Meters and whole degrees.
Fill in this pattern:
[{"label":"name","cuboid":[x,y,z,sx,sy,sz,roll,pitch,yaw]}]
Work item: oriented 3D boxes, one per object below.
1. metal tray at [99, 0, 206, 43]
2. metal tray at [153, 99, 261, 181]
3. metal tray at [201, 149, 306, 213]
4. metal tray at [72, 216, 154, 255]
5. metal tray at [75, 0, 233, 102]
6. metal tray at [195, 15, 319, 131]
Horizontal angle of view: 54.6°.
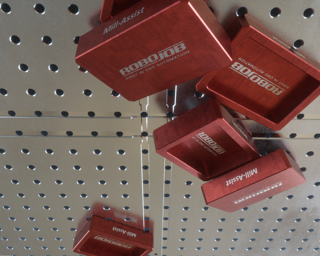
[{"label":"metal tray","cuboid":[0.004,-0.146,0.283,0.091,0.030,0.129,14,129,-12]},{"label":"metal tray","cuboid":[0.064,0.023,0.404,0.090,0.030,0.130,-29,141,22]},{"label":"metal tray","cuboid":[0.139,0.083,0.461,0.130,0.030,0.090,-31,144,23]},{"label":"metal tray","cuboid":[-0.089,0.221,0.594,0.131,0.030,0.090,25,126,-20]},{"label":"metal tray","cuboid":[-0.007,-0.077,0.308,0.130,0.030,0.090,-17,146,31]},{"label":"metal tray","cuboid":[0.117,-0.057,0.359,0.131,0.030,0.090,24,126,-20]}]
